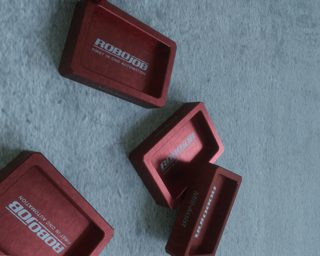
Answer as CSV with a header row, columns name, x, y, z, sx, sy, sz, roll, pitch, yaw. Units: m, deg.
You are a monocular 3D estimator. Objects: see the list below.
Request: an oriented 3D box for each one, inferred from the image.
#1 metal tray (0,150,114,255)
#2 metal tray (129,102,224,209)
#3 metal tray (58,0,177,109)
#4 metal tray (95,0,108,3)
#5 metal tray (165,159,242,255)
name,x,y,z,sx,sy,sz,roll,pitch,yaw
metal tray,-0.116,0.097,0.305,0.090,0.030,0.130,-49,119,-29
metal tray,0.029,0.034,0.427,0.131,0.030,0.090,-43,116,-32
metal tray,-0.043,-0.083,0.366,0.131,0.030,0.090,19,78,-39
metal tray,-0.071,-0.207,0.322,0.090,0.030,0.130,33,55,-35
metal tray,0.064,0.117,0.432,0.090,0.030,0.130,28,82,-50
